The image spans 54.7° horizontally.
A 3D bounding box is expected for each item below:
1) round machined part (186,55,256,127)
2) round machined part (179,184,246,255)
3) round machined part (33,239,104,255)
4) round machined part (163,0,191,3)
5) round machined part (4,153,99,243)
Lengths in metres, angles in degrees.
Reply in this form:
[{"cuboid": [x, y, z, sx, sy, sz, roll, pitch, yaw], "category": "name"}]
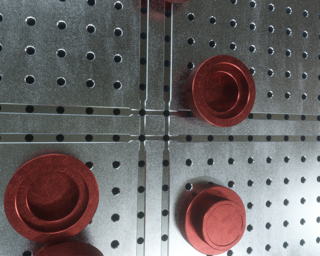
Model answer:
[{"cuboid": [0.081, -0.050, 0.435, 0.099, 0.042, 0.097, 0, 90, -21], "category": "round machined part"}, {"cuboid": [0.080, 0.131, 0.435, 0.099, 0.042, 0.097, 0, 90, -21], "category": "round machined part"}, {"cuboid": [-0.110, 0.167, 0.351, 0.099, 0.042, 0.097, -10, 118, -19], "category": "round machined part"}, {"cuboid": [0.017, -0.214, 0.410, 0.099, 0.042, 0.097, 0, 90, -21], "category": "round machined part"}, {"cuboid": [-0.123, 0.077, 0.358, 0.099, 0.042, 0.097, 0, 89, -20], "category": "round machined part"}]
